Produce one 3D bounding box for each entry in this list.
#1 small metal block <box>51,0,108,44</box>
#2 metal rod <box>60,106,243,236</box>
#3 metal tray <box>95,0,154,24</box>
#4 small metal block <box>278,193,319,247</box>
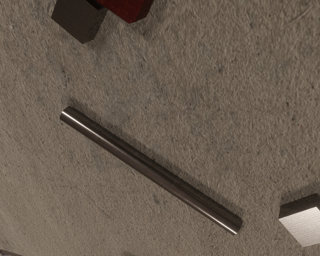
[{"bbox_3d":[-0.096,-0.138,0.370,0.050,0.025,0.050,40,129,0],"label":"small metal block"},{"bbox_3d":[-0.016,0.059,0.450,0.301,0.025,0.025,33,129,6],"label":"metal rod"},{"bbox_3d":[-0.032,-0.184,0.306,0.090,0.030,0.129,36,129,3],"label":"metal tray"},{"bbox_3d":[0.184,0.114,0.380,0.050,0.025,0.050,48,128,-6],"label":"small metal block"}]
